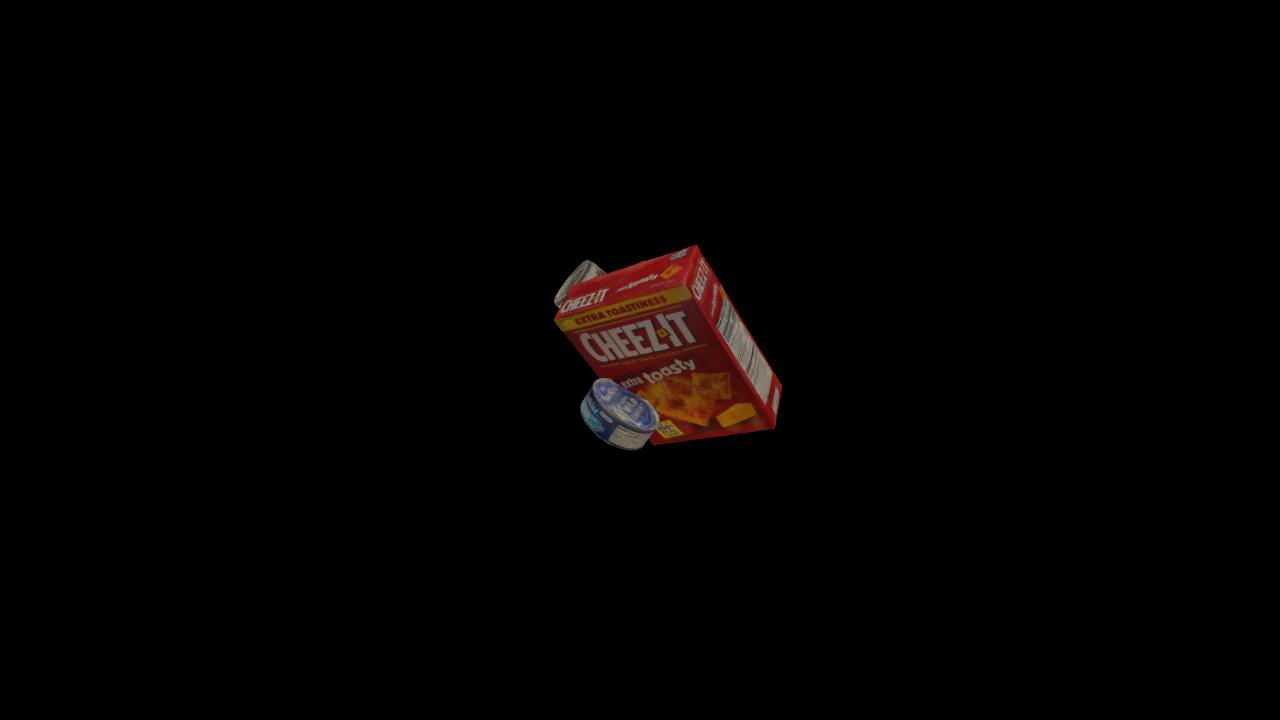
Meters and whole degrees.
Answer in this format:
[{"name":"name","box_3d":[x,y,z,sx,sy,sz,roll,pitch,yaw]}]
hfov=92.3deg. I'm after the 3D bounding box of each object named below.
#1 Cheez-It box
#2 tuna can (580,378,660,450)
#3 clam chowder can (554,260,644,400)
[{"name":"Cheez-It box","box_3d":[0.037,-0.004,0.679,0.166,0.071,0.223,-13,-51,32]},{"name":"tuna can","box_3d":[-0.022,0.058,0.665,0.084,0.034,0.084,30,21,-13]},{"name":"clam chowder can","box_3d":[-0.042,-0.061,0.723,0.102,0.068,0.068,37,-14,-19]}]
